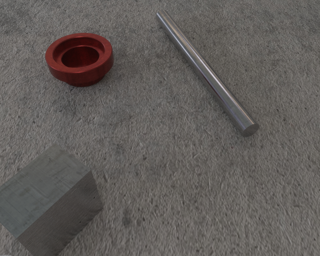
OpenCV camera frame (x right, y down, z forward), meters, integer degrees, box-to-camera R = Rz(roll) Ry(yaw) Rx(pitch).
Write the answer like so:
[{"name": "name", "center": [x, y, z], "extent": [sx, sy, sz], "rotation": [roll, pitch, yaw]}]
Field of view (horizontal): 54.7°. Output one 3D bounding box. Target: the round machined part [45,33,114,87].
[{"name": "round machined part", "center": [-0.120, -0.101, 0.476], "extent": [0.099, 0.042, 0.098], "rotation": [0, 50, 0]}]

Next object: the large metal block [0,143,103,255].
[{"name": "large metal block", "center": [-0.107, 0.076, 0.303], "extent": [0.050, 0.080, 0.080], "rotation": [31, 57, 23]}]

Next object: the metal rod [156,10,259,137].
[{"name": "metal rod", "center": [0.061, -0.103, 0.490], "extent": [0.025, 0.025, 0.300], "rotation": [-17, 52, -14]}]
